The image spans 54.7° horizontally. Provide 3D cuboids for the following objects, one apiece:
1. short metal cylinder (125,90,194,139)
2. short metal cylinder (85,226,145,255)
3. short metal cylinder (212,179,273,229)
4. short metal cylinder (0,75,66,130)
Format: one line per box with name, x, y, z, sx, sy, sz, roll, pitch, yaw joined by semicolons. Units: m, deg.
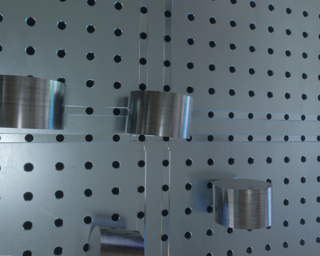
short metal cylinder;-0.001;-0.015;0.384;0.081;0.080;0.050;6;88;-20
short metal cylinder;-0.056;0.159;0.364;0.050;0.080;0.080;14;85;-20
short metal cylinder;0.113;0.102;0.427;0.081;0.080;0.050;-1;91;-20
short metal cylinder;-0.144;-0.025;0.331;0.081;0.080;0.050;3;89;-20
